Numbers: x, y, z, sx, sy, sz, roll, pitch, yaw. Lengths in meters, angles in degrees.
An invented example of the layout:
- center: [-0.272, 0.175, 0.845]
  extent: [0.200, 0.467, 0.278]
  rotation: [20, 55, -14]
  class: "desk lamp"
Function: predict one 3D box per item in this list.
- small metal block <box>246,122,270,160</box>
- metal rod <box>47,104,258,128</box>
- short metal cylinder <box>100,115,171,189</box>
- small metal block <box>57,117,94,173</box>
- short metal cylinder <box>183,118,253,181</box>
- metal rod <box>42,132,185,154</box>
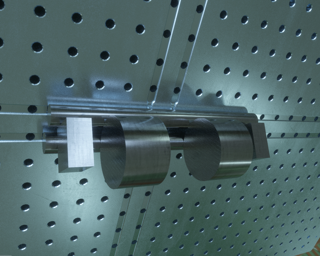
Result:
- center: [0.127, 0.022, 0.449]
  extent: [0.025, 0.050, 0.050]
  rotation: [1, 77, -28]
  class: "small metal block"
- center: [0.012, -0.012, 0.410]
  extent: [0.303, 0.025, 0.025]
  rotation: [1, 118, -29]
  class: "metal rod"
- center: [-0.030, 0.026, 0.347]
  extent: [0.050, 0.080, 0.079]
  rotation: [1, 118, -29]
  class: "short metal cylinder"
- center: [-0.091, 0.020, 0.329]
  extent: [0.025, 0.050, 0.050]
  rotation: [1, 76, -29]
  class: "small metal block"
- center: [0.073, 0.027, 0.404]
  extent: [0.050, 0.080, 0.079]
  rotation: [1, 118, -29]
  class: "short metal cylinder"
- center: [0.001, 0.018, 0.423]
  extent: [0.303, 0.025, 0.025]
  rotation: [1, 118, -29]
  class: "metal rod"
